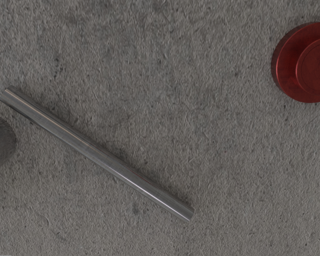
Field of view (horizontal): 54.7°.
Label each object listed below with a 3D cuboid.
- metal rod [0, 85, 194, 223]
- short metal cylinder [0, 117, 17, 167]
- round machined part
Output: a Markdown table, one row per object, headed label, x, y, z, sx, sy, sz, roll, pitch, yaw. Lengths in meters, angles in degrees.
| label | x | y | z | sx | sy | sz | roll | pitch | yaw |
| --- | --- | --- | --- | --- | --- | --- | --- | --- | --- |
| metal rod | -0.076 | 0.042 | 0.424 | 0.301 | 0.025 | 0.025 | 36 | 106 | -13 |
| short metal cylinder | -0.238 | 0.024 | 0.403 | 0.081 | 0.050 | 0.079 | 0 | 110 | 0 |
| round machined part | 0.190 | -0.076 | 0.374 | 0.099 | 0.042 | 0.097 | 0 | 110 | 0 |
